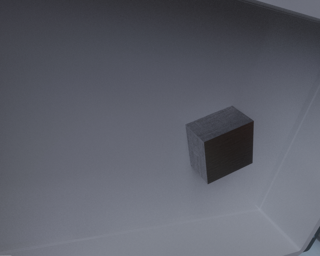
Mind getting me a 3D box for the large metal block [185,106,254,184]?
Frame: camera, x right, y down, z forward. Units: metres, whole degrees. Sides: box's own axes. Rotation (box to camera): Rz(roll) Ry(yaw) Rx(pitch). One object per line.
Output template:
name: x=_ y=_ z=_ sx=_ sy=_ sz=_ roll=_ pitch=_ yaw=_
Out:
large metal block: x=0.089 y=0.024 z=0.458 sx=0.081 sy=0.050 sz=0.080 roll=-22 pitch=127 yaw=-16
